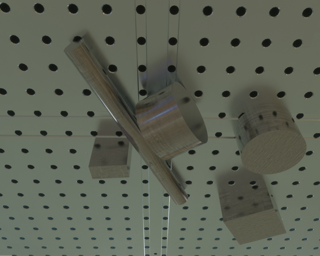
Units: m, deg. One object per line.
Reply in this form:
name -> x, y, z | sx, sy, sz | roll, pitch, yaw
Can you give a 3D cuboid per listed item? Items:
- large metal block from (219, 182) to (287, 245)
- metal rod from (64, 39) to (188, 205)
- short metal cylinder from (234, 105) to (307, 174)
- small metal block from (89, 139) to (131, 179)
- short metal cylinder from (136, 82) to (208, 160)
large metal block -> 0.155, 0.145, 0.520 | 0.080, 0.050, 0.080 | -22, 127, 17
metal rod -> -0.029, 0.014, 0.422 | 0.025, 0.025, 0.299 | -20, 128, 16
short metal cylinder -> 0.143, 0.016, 0.410 | 0.080, 0.050, 0.079 | 0, 130, 0
small metal block -> -0.067, 0.043, 0.431 | 0.050, 0.050, 0.025 | -3, 130, 2
short metal cylinder -> 0.015, -0.008, 0.369 | 0.050, 0.080, 0.080 | -27, 125, 21
